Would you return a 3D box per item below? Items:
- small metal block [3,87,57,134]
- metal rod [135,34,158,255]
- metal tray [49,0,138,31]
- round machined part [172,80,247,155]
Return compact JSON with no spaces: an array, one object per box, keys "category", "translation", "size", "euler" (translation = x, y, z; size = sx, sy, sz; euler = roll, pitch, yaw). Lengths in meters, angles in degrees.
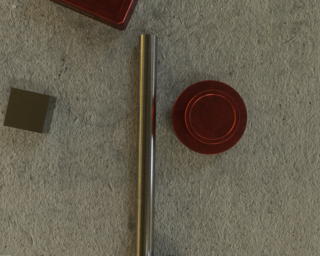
[{"category":"small metal block","translation":[-0.170,-0.022,0.408],"size":[0.050,0.025,0.050],"euler":[12,90,-1]},{"category":"metal rod","translation":[-0.018,0.029,0.409],"size":[0.025,0.025,0.298],"euler":[1,90,-1]},{"category":"metal tray","translation":[-0.091,-0.196,0.406],"size":[0.131,0.030,0.090],"euler":[23,90,-1]},{"category":"round machined part","translation":[0.065,-0.014,0.402],"size":[0.099,0.042,0.097],"euler":[0,90,-1]}]
